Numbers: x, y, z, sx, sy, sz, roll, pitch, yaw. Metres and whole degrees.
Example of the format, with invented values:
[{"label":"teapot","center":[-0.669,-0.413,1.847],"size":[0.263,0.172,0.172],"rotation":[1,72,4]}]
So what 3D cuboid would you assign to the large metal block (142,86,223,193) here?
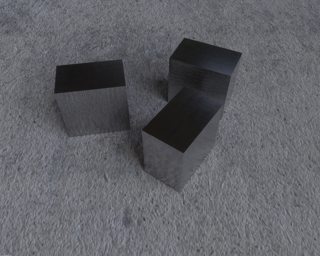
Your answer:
[{"label":"large metal block","center":[0.025,0.014,0.356],"size":[0.050,0.080,0.080],"rotation":[29,56,22]}]

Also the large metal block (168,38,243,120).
[{"label":"large metal block","center":[0.059,-0.067,0.424],"size":[0.080,0.080,0.050],"rotation":[20,53,16]}]

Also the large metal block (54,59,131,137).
[{"label":"large metal block","center":[-0.083,-0.037,0.398],"size":[0.081,0.080,0.050],"rotation":[-7,51,-6]}]
